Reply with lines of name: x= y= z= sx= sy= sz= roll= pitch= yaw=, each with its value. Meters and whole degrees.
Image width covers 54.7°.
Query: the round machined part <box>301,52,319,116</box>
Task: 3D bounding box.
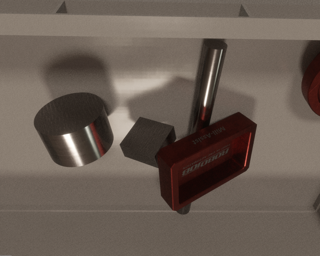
round machined part: x=0.211 y=-0.059 z=0.351 sx=0.099 sy=0.042 sz=0.097 roll=-1 pitch=130 yaw=0

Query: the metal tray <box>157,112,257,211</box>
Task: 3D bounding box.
metal tray: x=0.062 y=0.043 z=0.401 sx=0.131 sy=0.030 sz=0.089 roll=-24 pitch=134 yaw=-22

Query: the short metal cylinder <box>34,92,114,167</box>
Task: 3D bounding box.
short metal cylinder: x=-0.101 y=0.001 z=0.372 sx=0.080 sy=0.080 sz=0.050 roll=-6 pitch=130 yaw=5

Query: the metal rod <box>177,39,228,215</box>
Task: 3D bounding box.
metal rod: x=0.049 y=0.023 z=0.429 sx=0.025 sy=0.025 sz=0.298 roll=3 pitch=130 yaw=-3

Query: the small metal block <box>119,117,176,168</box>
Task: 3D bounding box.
small metal block: x=-0.014 y=0.017 z=0.393 sx=0.050 sy=0.050 sz=0.025 roll=16 pitch=144 yaw=25
